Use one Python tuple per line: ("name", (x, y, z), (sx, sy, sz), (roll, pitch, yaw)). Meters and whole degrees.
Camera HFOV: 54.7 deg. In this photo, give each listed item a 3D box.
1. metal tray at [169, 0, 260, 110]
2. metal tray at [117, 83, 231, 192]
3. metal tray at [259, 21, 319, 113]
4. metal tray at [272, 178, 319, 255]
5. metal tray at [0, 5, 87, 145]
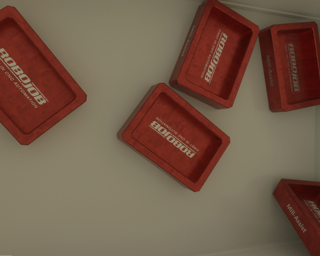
("metal tray", (0.078, -0.102, 0.436), (0.090, 0.030, 0.130), (24, 82, -19))
("metal tray", (0.021, 0.014, 0.415), (0.130, 0.030, 0.090), (38, 78, -16))
("metal tray", (0.208, -0.095, 0.484), (0.091, 0.030, 0.129), (-11, 94, -20))
("metal tray", (0.231, 0.129, 0.438), (0.091, 0.130, 0.030), (7, 121, -14))
("metal tray", (-0.159, -0.056, 0.349), (0.090, 0.030, 0.130), (-41, 103, -15))
